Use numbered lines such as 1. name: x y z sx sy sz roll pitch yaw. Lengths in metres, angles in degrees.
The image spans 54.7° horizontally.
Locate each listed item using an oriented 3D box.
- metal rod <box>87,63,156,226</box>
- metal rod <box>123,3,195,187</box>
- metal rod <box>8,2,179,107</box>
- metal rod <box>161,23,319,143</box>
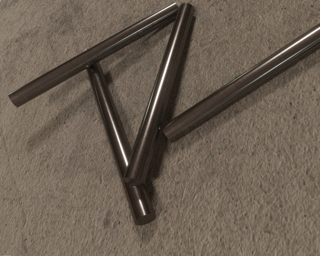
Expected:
1. metal rod: -0.067 -0.004 0.439 0.025 0.025 0.300 -31 52 8
2. metal rod: 0.007 -0.064 0.423 0.025 0.025 0.300 -1 57 27
3. metal rod: -0.102 -0.120 0.499 0.301 0.025 0.025 -31 51 -4
4. metal rod: 0.133 -0.073 0.378 0.300 0.025 0.025 -33 52 6
